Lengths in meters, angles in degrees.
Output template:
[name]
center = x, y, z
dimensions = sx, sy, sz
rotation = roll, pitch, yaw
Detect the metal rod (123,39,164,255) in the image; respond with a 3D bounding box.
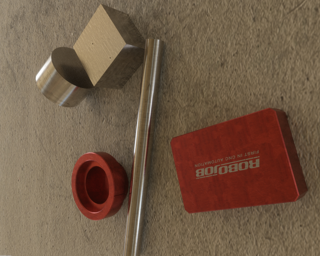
[metal rod]
center = -0.023, 0.032, 0.422
dimensions = 0.025, 0.025, 0.298
rotation = 11, 97, 39

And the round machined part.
[round machined part]
center = -0.085, 0.084, 0.462
dimensions = 0.098, 0.042, 0.097
rotation = 0, 90, 39

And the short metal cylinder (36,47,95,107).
[short metal cylinder]
center = -0.144, -0.079, 0.485
dimensions = 0.050, 0.081, 0.080
rotation = -39, 66, 33

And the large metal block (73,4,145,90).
[large metal block]
center = -0.070, -0.113, 0.444
dimensions = 0.080, 0.050, 0.080
rotation = -45, 63, 30

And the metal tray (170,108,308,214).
[metal tray]
center = 0.078, 0.039, 0.336
dimensions = 0.130, 0.030, 0.090
rotation = -19, 78, 38
